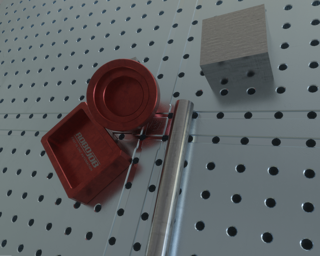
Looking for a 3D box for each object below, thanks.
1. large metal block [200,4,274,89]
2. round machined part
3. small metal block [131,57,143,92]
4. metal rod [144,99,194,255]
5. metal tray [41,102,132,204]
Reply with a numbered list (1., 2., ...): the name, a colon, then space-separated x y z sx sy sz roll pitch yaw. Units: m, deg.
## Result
1. large metal block: 0.100 -0.104 0.403 0.080 0.050 0.080 -7 59 24
2. round machined part: -0.048 -0.043 0.430 0.098 0.042 0.097 -1 86 11
3. small metal block: -0.053 -0.077 0.482 0.050 0.025 0.050 -17 55 18
4. metal rod: 0.004 0.100 0.343 0.025 0.025 0.299 -2 61 27
5. metal tray: -0.108 0.031 0.440 0.090 0.030 0.130 -42 51 -1
